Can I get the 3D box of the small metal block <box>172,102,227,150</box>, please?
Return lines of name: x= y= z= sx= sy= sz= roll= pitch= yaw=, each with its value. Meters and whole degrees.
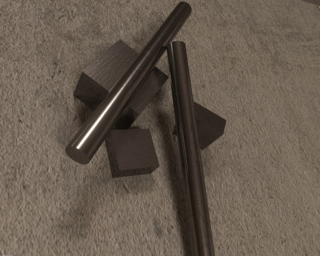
small metal block: x=0.053 y=-0.001 z=0.419 sx=0.050 sy=0.050 sz=0.025 roll=29 pitch=52 yaw=-10

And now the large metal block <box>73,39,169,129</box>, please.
large metal block: x=-0.048 y=-0.054 z=0.396 sx=0.080 sy=0.050 sz=0.080 roll=38 pitch=51 yaw=-4

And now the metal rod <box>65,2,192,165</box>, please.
metal rod: x=-0.020 y=-0.078 z=0.377 sx=0.025 sy=0.025 sz=0.301 roll=34 pitch=51 yaw=-7

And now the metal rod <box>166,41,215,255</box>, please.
metal rod: x=0.036 y=0.037 z=0.362 sx=0.025 sy=0.025 sz=0.299 roll=2 pitch=73 yaw=-28

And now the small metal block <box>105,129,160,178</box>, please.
small metal block: x=-0.034 y=0.029 z=0.369 sx=0.050 sy=0.025 sz=0.050 roll=-2 pitch=63 yaw=-30
